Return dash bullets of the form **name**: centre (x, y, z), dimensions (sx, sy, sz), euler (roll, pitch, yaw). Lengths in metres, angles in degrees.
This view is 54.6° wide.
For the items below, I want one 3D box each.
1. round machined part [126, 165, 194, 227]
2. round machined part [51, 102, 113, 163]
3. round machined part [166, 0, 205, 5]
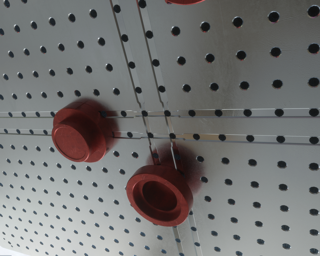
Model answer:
- **round machined part**: centre (0.003, 0.094, 0.457), dimensions (0.098, 0.042, 0.097), euler (13, 124, 21)
- **round machined part**: centre (-0.125, 0.013, 0.475), dimensions (0.098, 0.042, 0.097), euler (13, 124, 21)
- **round machined part**: centre (0.028, -0.167, 0.282), dimensions (0.098, 0.042, 0.097), euler (13, 124, 21)
